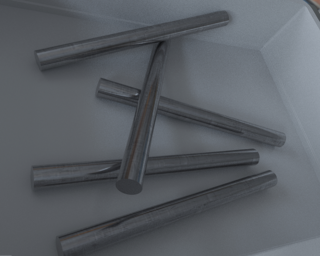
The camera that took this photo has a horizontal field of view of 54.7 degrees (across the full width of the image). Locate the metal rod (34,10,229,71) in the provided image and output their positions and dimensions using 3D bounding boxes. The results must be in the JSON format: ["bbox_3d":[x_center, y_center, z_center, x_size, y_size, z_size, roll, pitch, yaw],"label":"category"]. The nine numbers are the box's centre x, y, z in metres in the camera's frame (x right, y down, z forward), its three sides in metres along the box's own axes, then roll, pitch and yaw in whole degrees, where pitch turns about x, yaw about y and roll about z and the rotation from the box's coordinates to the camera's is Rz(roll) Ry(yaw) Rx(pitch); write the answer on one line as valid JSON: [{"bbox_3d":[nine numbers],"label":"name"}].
[{"bbox_3d":[-0.022,-0.131,0.443,0.302,0.025,0.025,-21,73,-26],"label":"metal rod"}]

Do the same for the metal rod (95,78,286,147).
[{"bbox_3d":[0.058,-0.017,0.448,0.302,0.025,0.025,15,56,-20],"label":"metal rod"}]

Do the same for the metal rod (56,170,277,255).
[{"bbox_3d":[0.033,0.093,0.368,0.303,0.025,0.025,-9,66,-32],"label":"metal rod"}]

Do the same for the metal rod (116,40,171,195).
[{"bbox_3d":[-0.011,-0.048,0.395,0.025,0.025,0.300,25,42,-14],"label":"metal rod"}]

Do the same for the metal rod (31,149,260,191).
[{"bbox_3d":[0.005,0.046,0.381,0.303,0.025,0.025,-2,63,-29],"label":"metal rod"}]
